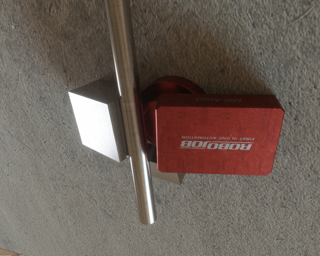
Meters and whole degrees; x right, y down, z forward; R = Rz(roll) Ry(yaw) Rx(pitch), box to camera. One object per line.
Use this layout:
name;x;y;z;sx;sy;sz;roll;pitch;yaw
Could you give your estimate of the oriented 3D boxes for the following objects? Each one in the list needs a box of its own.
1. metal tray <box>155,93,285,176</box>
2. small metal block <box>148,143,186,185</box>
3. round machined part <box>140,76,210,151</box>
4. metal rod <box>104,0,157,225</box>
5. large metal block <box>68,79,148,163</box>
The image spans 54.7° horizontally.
metal tray;0.062;0.008;0.349;0.131;0.030;0.089;1;122;4
small metal block;0.007;0.050;0.423;0.050;0.025;0.050;15;150;20
round machined part;0.013;-0.011;0.383;0.098;0.042;0.097;13;124;21
metal rod;-0.030;-0.006;0.366;0.025;0.025;0.298;7;120;24
large metal block;-0.067;-0.012;0.405;0.080;0.050;0.079;19;128;39
